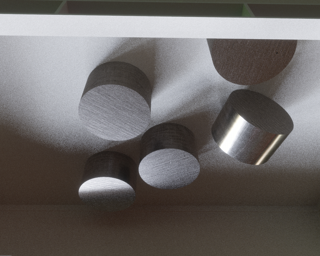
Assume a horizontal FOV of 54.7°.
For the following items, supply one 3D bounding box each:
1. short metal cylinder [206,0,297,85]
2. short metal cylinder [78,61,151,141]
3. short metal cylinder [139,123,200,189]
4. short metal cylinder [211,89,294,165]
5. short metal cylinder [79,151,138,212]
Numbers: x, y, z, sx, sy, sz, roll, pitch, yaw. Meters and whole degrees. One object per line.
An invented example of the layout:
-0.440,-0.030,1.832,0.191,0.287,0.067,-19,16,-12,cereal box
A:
0.090,-0.091,0.316,0.081,0.050,0.079,0,130,0,short metal cylinder
-0.051,-0.031,0.366,0.081,0.050,0.079,0,130,0,short metal cylinder
0.012,0.039,0.426,0.081,0.050,0.079,0,130,0,short metal cylinder
0.109,-0.002,0.372,0.081,0.080,0.050,14,129,-12,short metal cylinder
-0.075,0.080,0.460,0.081,0.050,0.079,0,130,0,short metal cylinder
